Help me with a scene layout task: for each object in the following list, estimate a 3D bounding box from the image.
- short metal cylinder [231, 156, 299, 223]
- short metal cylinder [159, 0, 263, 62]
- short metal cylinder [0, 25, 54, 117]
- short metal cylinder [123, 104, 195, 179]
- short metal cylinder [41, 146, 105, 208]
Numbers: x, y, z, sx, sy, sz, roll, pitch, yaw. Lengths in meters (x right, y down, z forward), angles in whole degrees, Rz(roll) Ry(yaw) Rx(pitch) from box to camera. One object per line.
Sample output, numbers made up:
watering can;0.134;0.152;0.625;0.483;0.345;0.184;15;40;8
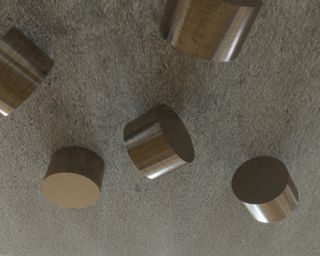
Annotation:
short metal cylinder;0.151;0.088;0.447;0.080;0.080;0.050;-24;126;19
short metal cylinder;0.045;-0.104;0.283;0.081;0.080;0.050;12;129;-10
short metal cylinder;-0.157;-0.058;0.320;0.080;0.080;0.050;-31;124;23
short metal cylinder;0.000;0.017;0.385;0.050;0.080;0.080;-29;124;22
short metal cylinder;-0.124;0.073;0.451;0.081;0.050;0.079;0;130;0
